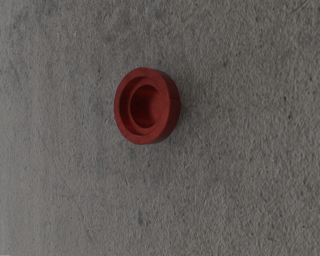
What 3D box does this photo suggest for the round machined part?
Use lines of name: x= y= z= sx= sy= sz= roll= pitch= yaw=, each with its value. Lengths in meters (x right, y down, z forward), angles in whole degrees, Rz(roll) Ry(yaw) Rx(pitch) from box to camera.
round machined part: x=-0.012 y=-0.028 z=0.405 sx=0.098 sy=0.042 sz=0.097 roll=0 pitch=90 yaw=40
